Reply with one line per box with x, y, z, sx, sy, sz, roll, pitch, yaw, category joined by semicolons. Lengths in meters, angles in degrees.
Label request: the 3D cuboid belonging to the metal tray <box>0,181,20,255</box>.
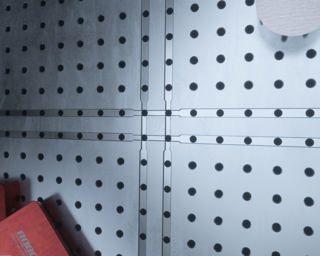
-0.273;0.153;0.504;0.090;0.030;0.129;-4;89;19;metal tray

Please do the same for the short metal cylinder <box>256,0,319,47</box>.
0.150;-0.136;0.346;0.080;0.050;0.079;0;90;19;short metal cylinder

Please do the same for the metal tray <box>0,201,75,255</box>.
-0.186;0.185;0.451;0.090;0.030;0.130;-33;78;-15;metal tray
